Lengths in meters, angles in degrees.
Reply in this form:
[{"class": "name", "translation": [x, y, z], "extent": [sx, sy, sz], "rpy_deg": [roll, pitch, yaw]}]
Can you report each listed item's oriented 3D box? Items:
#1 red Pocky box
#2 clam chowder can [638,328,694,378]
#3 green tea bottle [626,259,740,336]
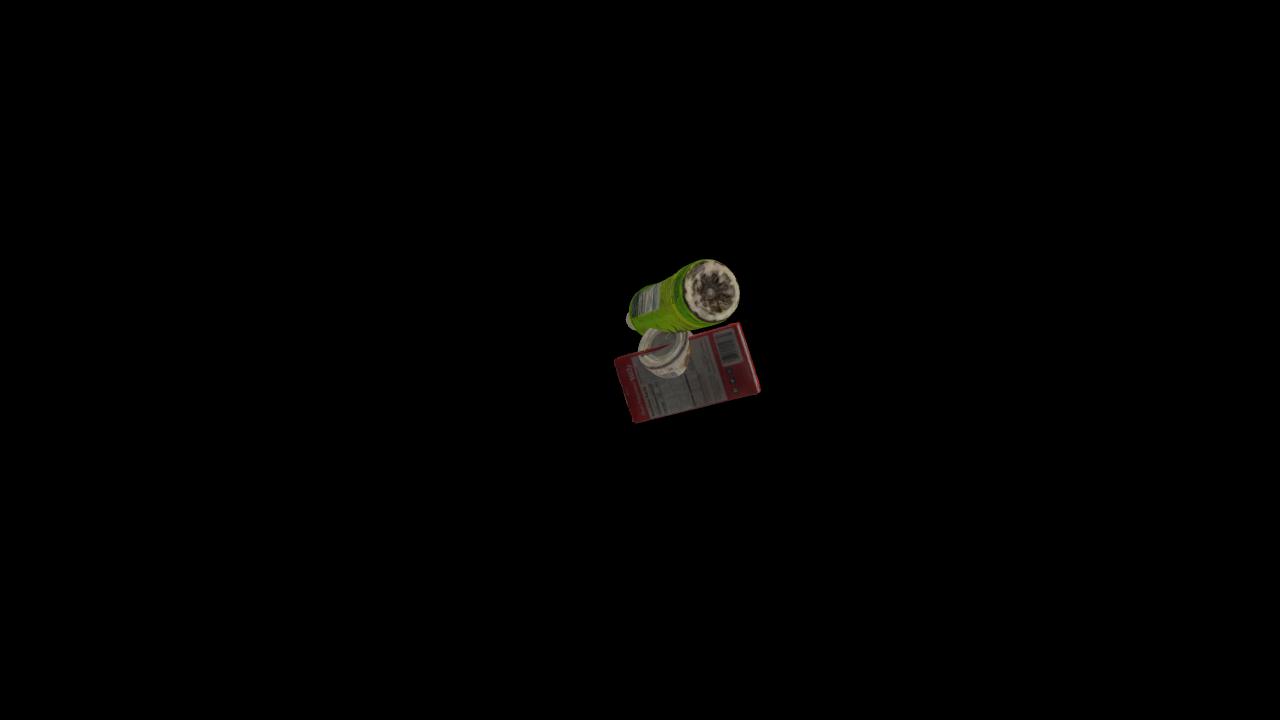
[{"class": "red Pocky box", "translation": [0.052, 0.016, 0.704], "extent": [0.155, 0.083, 0.028], "rpy_deg": [-16, 6, 23]}, {"class": "clam chowder can", "translation": [0.051, 0.005, 0.730], "extent": [0.068, 0.068, 0.102], "rpy_deg": [0, -29, 40]}, {"class": "green tea bottle", "translation": [0.034, -0.063, 0.719], "extent": [0.073, 0.073, 0.212], "rpy_deg": [0, -3, -23]}]
